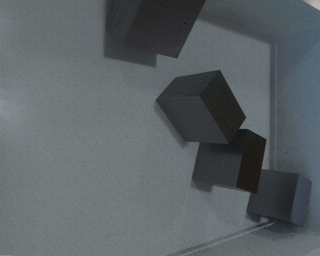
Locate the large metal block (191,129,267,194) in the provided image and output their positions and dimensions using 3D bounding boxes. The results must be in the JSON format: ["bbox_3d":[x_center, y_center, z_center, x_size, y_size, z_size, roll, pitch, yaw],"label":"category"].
[{"bbox_3d":[0.101,0.046,0.455,0.050,0.080,0.080,23,75,-38],"label":"large metal block"}]

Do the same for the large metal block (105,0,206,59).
[{"bbox_3d":[-0.005,-0.135,0.361,0.081,0.050,0.079,2,126,-40],"label":"large metal block"}]

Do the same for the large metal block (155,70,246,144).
[{"bbox_3d":[0.055,-0.026,0.416,0.050,0.080,0.080,-51,120,-28],"label":"large metal block"}]

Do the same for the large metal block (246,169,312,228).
[{"bbox_3d":[0.210,0.121,0.546,0.050,0.080,0.080,29,72,-36],"label":"large metal block"}]
